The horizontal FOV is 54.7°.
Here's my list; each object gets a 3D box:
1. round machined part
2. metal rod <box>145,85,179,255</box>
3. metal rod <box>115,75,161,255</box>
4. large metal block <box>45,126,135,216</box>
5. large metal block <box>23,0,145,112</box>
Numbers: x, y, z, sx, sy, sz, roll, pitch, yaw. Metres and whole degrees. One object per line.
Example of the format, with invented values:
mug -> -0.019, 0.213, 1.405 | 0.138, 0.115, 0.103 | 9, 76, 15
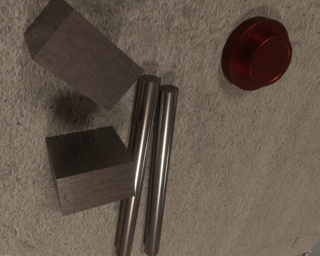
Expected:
round machined part -> 0.135, -0.095, 0.413 | 0.099, 0.042, 0.097 | -14, 125, -21
metal rod -> -0.002, 0.080, 0.457 | 0.025, 0.025, 0.298 | -9, 123, -24
metal rod -> -0.035, 0.072, 0.433 | 0.025, 0.025, 0.298 | -4, 121, -27
large metal block -> -0.081, 0.045, 0.356 | 0.081, 0.080, 0.050 | -11, 123, -23
large metal block -> -0.072, -0.071, 0.289 | 0.050, 0.080, 0.080 | -49, 129, 6
